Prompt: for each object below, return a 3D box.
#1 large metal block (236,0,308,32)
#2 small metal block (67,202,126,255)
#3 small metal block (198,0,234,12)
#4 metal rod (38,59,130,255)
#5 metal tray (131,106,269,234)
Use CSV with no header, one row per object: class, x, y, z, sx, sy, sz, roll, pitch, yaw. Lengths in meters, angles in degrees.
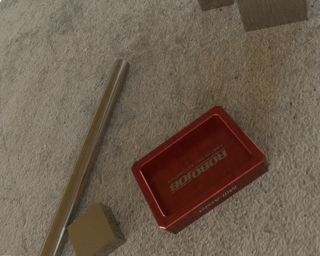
large metal block,0.144,-0.179,0.402,0.080,0.080,0.050,-5,60,25
small metal block,-0.076,0.125,0.365,0.050,0.025,0.050,-38,51,2
small metal block,0.090,-0.216,0.489,0.050,0.025,0.050,-4,60,26
metal rod,-0.098,0.029,0.435,0.025,0.025,0.300,2,62,29
metal tray,0.041,0.045,0.350,0.130,0.030,0.090,-36,51,4
